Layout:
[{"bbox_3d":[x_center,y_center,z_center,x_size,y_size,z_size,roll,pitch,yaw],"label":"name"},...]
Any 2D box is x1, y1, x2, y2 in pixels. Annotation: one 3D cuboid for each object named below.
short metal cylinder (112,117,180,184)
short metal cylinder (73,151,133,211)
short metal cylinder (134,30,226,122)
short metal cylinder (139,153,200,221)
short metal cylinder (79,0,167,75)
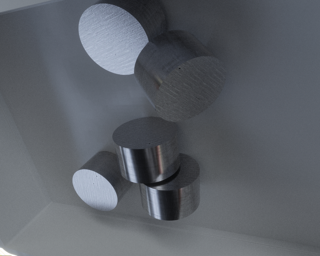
[{"bbox_3d":[-0.016,0.026,0.397,0.080,0.080,0.050,7,121,24],"label":"short metal cylinder"},{"bbox_3d":[-0.089,0.083,0.489,0.080,0.050,0.079,13,124,20],"label":"short metal cylinder"},{"bbox_3d":[0.020,-0.053,0.320,0.050,0.081,0.079,56,139,37],"label":"short metal cylinder"},{"bbox_3d":[0.013,0.075,0.412,0.080,0.080,0.050,9,122,23],"label":"short metal cylinder"},{"bbox_3d":[-0.039,-0.105,0.336,0.080,0.050,0.079,14,137,14],"label":"short metal cylinder"}]
